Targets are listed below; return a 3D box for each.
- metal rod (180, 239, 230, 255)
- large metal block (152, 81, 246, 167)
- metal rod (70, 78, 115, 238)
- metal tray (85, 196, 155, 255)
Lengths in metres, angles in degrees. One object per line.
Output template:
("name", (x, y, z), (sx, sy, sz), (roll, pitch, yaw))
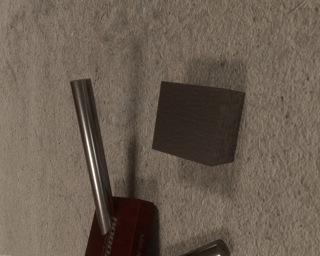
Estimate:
("metal rod", (-0.039, 0.213, 0.412), (0.299, 0.025, 0.025), (-35, 69, 27))
("large metal block", (0.042, -0.007, 0.352), (0.080, 0.050, 0.079), (14, 99, 39))
("metal rod", (-0.078, 0.084, 0.414), (0.025, 0.025, 0.298), (5, 109, 39))
("metal tray", (-0.059, 0.160, 0.417), (0.090, 0.030, 0.130), (-7, 65, 42))
